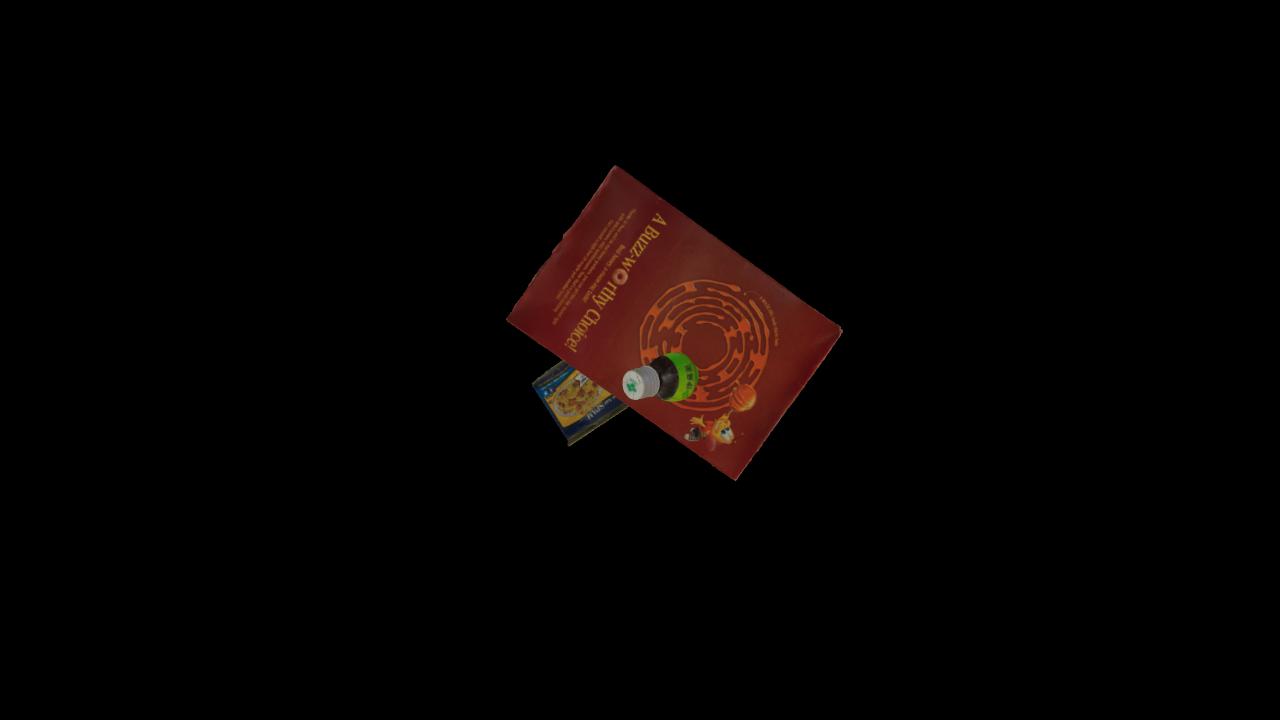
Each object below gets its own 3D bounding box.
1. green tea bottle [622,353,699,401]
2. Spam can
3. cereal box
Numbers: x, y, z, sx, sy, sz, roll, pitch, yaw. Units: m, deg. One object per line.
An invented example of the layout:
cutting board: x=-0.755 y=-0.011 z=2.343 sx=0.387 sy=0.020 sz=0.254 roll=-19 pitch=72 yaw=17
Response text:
green tea bottle: x=0.062 y=0.009 z=0.692 sx=0.073 sy=0.073 sz=0.212 roll=0 pitch=8 yaw=40
Spam can: x=-0.061 y=0.035 z=0.706 sx=0.101 sy=0.085 sz=0.058 roll=-34 pitch=-2 yaw=6
cereal box: x=0.038 y=-0.037 z=0.679 sx=0.306 sy=0.203 sz=0.081 roll=35 pitch=1 yaw=-4
